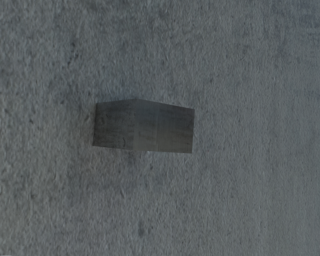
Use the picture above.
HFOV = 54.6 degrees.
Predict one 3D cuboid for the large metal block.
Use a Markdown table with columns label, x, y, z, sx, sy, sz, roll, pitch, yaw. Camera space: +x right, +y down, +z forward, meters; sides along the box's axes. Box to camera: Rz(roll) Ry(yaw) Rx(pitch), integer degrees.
| label | x | y | z | sx | sy | sz | roll | pitch | yaw |
| --- | --- | --- | --- | --- | --- | --- | --- | --- | --- |
| large metal block | -0.019 | 0.000 | 0.352 | 0.081 | 0.080 | 0.050 | 7 | 86 | -40 |
